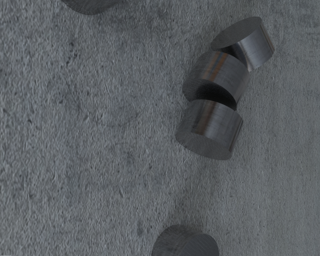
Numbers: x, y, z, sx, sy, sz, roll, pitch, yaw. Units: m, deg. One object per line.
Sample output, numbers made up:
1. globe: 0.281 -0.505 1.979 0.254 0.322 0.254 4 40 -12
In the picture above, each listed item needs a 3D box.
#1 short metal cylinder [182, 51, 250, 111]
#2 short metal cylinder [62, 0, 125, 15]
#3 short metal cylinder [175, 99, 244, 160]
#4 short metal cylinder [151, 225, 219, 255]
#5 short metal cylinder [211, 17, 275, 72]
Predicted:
1. short metal cylinder: 0.078 -0.061 0.434 0.080 0.080 0.050 44 63 -31
2. short metal cylinder: -0.070 -0.168 0.329 0.081 0.050 0.080 0 90 -40
3. short metal cylinder: 0.067 0.004 0.425 0.080 0.080 0.050 38 67 -34
4. short metal cylinder: 0.034 0.177 0.418 0.081 0.050 0.080 0 90 -40
5. short metal cylinder: 0.126 -0.125 0.474 0.080 0.080 0.050 -52 121 -27
